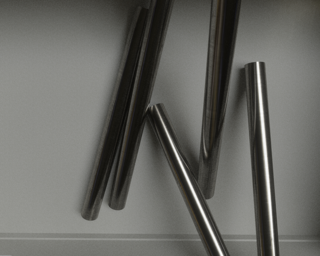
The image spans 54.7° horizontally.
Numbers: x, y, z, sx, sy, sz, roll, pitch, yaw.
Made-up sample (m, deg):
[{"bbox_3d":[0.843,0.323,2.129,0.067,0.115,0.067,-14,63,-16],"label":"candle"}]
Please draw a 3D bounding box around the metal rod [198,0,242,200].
[{"bbox_3d":[0.060,-0.015,0.345,0.025,0.025,0.298,-2,134,1],"label":"metal rod"}]

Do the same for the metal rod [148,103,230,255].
[{"bbox_3d":[0.051,0.108,0.381,0.025,0.025,0.299,-25,81,8],"label":"metal rod"}]

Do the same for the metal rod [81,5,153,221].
[{"bbox_3d":[-0.060,-0.005,0.408,0.025,0.025,0.298,16,109,-6],"label":"metal rod"}]

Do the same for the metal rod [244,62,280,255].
[{"bbox_3d":[0.125,0.070,0.374,0.025,0.025,0.298,-3,86,1],"label":"metal rod"}]

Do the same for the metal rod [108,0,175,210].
[{"bbox_3d":[-0.028,-0.020,0.390,0.025,0.025,0.298,13,114,-5],"label":"metal rod"}]
